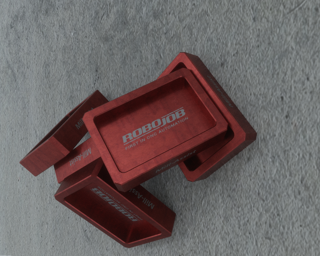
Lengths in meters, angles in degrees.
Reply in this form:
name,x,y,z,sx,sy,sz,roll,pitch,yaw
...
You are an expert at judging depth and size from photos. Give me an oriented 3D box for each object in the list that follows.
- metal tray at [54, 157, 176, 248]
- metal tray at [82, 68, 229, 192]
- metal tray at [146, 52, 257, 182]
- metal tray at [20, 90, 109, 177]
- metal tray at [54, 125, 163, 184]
name,x,y,z,sx,sy,sz,roll,pitch,yaw
metal tray,-0.055,0.100,0.393,0.090,0.130,0.030,-31,26,36
metal tray,-0.005,-0.001,0.336,0.131,0.030,0.090,-27,67,-11
metal tray,0.040,-0.014,0.369,0.090,0.030,0.130,-46,63,30
metal tray,-0.135,0.004,0.453,0.090,0.130,0.030,-30,110,35
metal tray,-0.070,0.036,0.420,0.130,0.091,0.030,-31,71,35
